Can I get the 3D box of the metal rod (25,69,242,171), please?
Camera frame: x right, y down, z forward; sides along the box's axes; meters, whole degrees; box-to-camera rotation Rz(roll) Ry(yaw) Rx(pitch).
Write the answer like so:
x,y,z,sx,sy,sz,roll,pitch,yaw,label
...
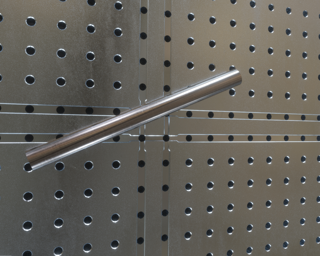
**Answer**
x,y,z,sx,sy,sz,roll,pitch,yaw,label
-0.019,-0.018,0.406,0.302,0.025,0.025,-23,98,-19,metal rod
